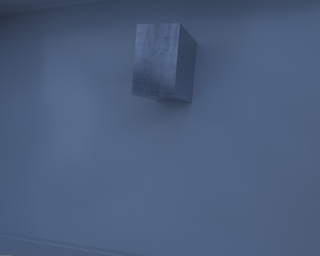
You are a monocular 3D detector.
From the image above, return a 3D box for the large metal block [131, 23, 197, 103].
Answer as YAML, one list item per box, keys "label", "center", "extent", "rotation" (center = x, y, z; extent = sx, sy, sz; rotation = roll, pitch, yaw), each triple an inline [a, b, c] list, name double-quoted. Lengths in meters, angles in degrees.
- label: "large metal block"
  center: [0.008, -0.075, 0.378]
  extent: [0.050, 0.080, 0.079]
  rotation: [5, 92, 19]
